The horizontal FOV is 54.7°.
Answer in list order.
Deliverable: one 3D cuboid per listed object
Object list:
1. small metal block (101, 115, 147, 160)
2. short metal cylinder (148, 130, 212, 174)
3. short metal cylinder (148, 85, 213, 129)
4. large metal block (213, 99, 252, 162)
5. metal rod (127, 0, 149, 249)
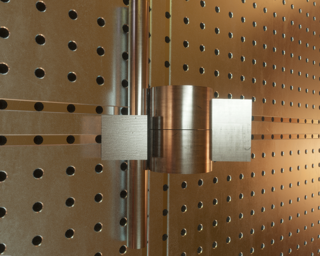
[{"bbox_3d":[-0.041,0.011,0.356,0.050,0.025,0.050,0,89,-5],"label":"small metal block"},{"bbox_3d":[0.025,0.027,0.390,0.081,0.080,0.050,1,90,-40],"label":"short metal cylinder"},{"bbox_3d":[0.025,-0.023,0.390,0.081,0.080,0.050,1,90,-40],"label":"short metal cylinder"},{"bbox_3d":[0.090,0.003,0.435,0.050,0.080,0.079,1,90,-2],"label":"large metal block"},{"bbox_3d":[-0.027,-0.005,0.381,0.025,0.025,0.298,1,90,-40],"label":"metal rod"}]
